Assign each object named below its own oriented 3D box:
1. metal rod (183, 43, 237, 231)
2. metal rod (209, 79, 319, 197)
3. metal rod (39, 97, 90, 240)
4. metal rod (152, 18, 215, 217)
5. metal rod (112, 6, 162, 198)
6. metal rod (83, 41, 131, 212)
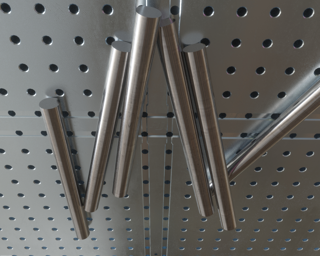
[{"bbox_3d":[0.074,0.033,0.417,0.025,0.025,0.299,-11,123,9],"label":"metal rod"},{"bbox_3d":[0.152,0.009,0.420,0.025,0.025,0.298,25,126,-20],"label":"metal rod"},{"bbox_3d":[-0.140,0.083,0.480,0.025,0.025,0.298,1,130,-1],"label":"metal rod"},{"bbox_3d":[0.039,0.010,0.403,0.025,0.025,0.299,-11,124,9],"label":"metal rod"},{"bbox_3d":[-0.038,-0.004,0.395,0.025,0.025,0.298,8,133,-7],"label":"metal rod"},{"bbox_3d":[-0.078,0.021,0.428,0.025,0.025,0.298,11,129,-10],"label":"metal rod"}]
